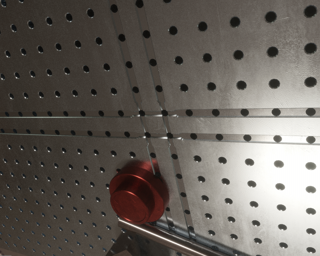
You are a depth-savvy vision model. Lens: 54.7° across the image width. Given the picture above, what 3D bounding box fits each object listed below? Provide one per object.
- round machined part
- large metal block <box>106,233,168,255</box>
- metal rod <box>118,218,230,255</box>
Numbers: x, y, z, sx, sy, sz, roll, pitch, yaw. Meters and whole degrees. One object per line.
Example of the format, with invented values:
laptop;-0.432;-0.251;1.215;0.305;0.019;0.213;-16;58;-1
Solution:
round machined part;-0.039;0.113;0.489;0.098;0.042;0.097;13;124;20
large metal block;-0.043;0.239;0.564;0.080;0.050;0.080;47;129;-5
metal rod;0.069;0.203;0.498;0.301;0.025;0.025;17;125;18
